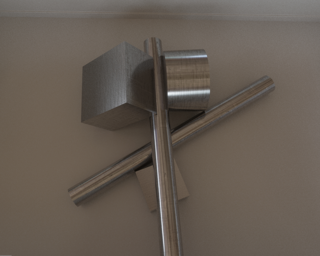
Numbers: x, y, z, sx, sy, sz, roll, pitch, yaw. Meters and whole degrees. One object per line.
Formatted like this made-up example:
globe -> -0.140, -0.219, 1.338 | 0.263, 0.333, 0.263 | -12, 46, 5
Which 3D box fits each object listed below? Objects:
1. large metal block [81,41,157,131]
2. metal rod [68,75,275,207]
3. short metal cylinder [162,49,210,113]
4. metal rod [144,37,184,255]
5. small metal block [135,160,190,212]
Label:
large metal block -> -0.053, -0.049, 0.392 | 0.080, 0.050, 0.080 | -19, 65, 36
metal rod -> 0.023, 0.011, 0.403 | 0.302, 0.025, 0.025 | -30, 73, -11
short metal cylinder -> 0.031, -0.060, 0.401 | 0.050, 0.080, 0.080 | -4, 70, -3
metal rod -> 0.002, 0.022, 0.373 | 0.025, 0.025, 0.299 | -4, 69, -2
small metal block -> 0.003, 0.071, 0.382 | 0.050, 0.025, 0.050 | -20, 71, -8
